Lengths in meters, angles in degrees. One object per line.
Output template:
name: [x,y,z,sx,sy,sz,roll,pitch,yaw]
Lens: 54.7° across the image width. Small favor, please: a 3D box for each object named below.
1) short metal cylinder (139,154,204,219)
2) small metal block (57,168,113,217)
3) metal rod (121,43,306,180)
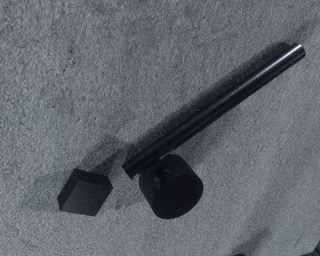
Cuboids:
short metal cylinder: [0.016,0.085,0.452,0.081,0.050,0.079,-14,124,-21]
small metal block: [-0.098,0.085,0.406,0.050,0.025,0.050,23,106,-37]
metal rod: [0.078,-0.026,0.433,0.301,0.025,0.025,-35,129,-5]
